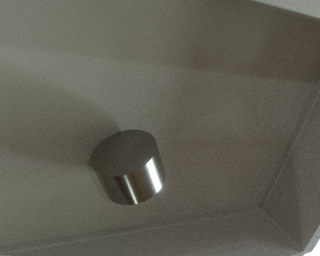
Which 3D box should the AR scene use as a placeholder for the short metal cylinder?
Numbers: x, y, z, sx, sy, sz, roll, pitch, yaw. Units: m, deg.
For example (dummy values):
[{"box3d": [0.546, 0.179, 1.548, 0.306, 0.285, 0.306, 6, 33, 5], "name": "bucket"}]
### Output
[{"box3d": [-0.038, 0.047, 0.381, 0.080, 0.080, 0.050, -25, 128, -13], "name": "short metal cylinder"}]
